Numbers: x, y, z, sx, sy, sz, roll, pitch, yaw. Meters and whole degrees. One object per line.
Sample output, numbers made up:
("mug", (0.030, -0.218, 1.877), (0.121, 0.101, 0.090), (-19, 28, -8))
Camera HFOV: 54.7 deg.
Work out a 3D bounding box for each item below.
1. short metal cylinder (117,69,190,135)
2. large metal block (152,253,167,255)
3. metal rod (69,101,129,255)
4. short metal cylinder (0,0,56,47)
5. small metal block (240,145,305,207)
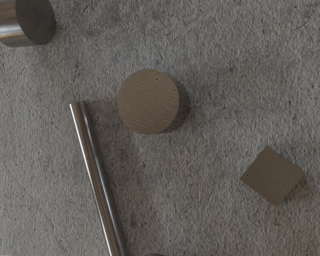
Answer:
("short metal cylinder", (-0.007, -0.032, 0.397), (0.080, 0.050, 0.079), (0, 90, 19))
("large metal block", (0.014, 0.199, 0.374), (0.080, 0.080, 0.050), (4, 92, 19))
("metal rod", (-0.077, 0.107, 0.434), (0.025, 0.025, 0.298), (-18, 84, 19))
("short metal cylinder", (-0.198, -0.159, 0.448), (0.050, 0.080, 0.079), (0, 90, 20))
("small metal block", (0.131, 0.055, 0.363), (0.050, 0.025, 0.050), (38, 102, 15))
